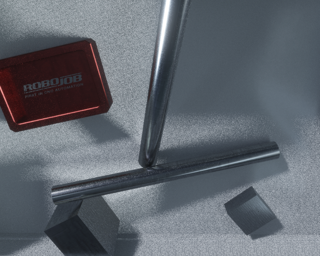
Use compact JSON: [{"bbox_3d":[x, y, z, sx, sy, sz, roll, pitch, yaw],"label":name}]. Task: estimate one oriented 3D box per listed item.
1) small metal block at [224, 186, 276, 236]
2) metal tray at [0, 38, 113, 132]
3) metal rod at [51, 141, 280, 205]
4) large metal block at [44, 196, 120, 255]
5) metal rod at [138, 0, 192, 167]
[{"bbox_3d":[0.132,0.123,0.459,0.050,0.025,0.050,-38,106,12],"label":"small metal block"},{"bbox_3d":[-0.135,-0.053,0.387,0.131,0.030,0.089,-12,110,4],"label":"metal tray"},{"bbox_3d":[0.011,0.059,0.414,0.302,0.025,0.025,-11,110,-4],"label":"metal rod"},{"bbox_3d":[-0.103,0.136,0.431,0.050,0.080,0.080,-28,108,9],"label":"large metal block"},{"bbox_3d":[0.003,-0.052,0.320,0.025,0.025,0.298,8,138,-3],"label":"metal rod"}]
